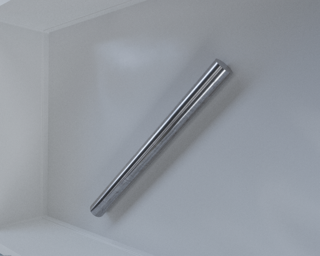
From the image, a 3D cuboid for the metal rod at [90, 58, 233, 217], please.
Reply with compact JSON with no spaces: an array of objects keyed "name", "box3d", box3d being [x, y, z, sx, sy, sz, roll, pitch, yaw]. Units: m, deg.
[{"name":"metal rod","box3d":[-0.014,0.030,0.419,0.299,0.025,0.025,-49,61,28]}]
